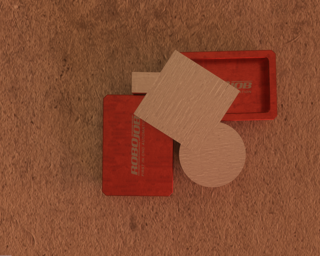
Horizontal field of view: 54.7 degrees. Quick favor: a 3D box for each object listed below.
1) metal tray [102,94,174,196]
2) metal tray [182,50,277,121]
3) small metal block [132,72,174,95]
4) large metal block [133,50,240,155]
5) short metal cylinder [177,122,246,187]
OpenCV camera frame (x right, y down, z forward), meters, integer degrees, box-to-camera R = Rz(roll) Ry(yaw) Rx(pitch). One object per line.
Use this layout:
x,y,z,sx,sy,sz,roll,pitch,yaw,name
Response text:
-0.028,0.022,0.409,0.091,0.030,0.129,1,90,0,metal tray
0.084,-0.054,0.409,0.131,0.030,0.089,-2,90,0,metal tray
-0.009,-0.055,0.399,0.050,0.050,0.025,1,90,0,small metal block
0.028,-0.027,0.347,0.080,0.050,0.080,33,90,0,large metal block
0.064,0.032,0.399,0.080,0.050,0.080,0,90,0,short metal cylinder
